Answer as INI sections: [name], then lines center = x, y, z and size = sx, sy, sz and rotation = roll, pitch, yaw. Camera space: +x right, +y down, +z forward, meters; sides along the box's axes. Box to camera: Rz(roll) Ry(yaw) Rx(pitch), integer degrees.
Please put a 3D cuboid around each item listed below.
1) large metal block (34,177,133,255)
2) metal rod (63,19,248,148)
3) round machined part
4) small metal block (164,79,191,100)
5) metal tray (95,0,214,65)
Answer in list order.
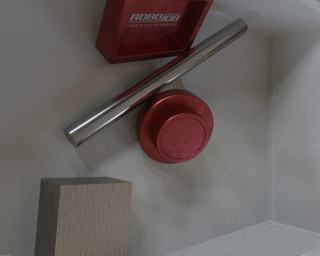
[large metal block]
center = -0.079, 0.095, 0.326
size = 0.081, 0.050, 0.080
rotation = 6, 86, -40
[metal rod]
center = 0.013, -0.070, 0.396
size = 0.302, 0.025, 0.025
rotation = -37, 113, -26
[round machined part]
center = 0.022, 0.004, 0.386
size = 0.099, 0.042, 0.097
rotation = -8, 118, -15
[small metal block]
center = 0.013, -0.036, 0.419
size = 0.050, 0.025, 0.050
rotation = -43, 116, -32
[metal tray]
center = -0.004, -0.126, 0.365
size = 0.131, 0.089, 0.030
rotation = -18, 58, -39
